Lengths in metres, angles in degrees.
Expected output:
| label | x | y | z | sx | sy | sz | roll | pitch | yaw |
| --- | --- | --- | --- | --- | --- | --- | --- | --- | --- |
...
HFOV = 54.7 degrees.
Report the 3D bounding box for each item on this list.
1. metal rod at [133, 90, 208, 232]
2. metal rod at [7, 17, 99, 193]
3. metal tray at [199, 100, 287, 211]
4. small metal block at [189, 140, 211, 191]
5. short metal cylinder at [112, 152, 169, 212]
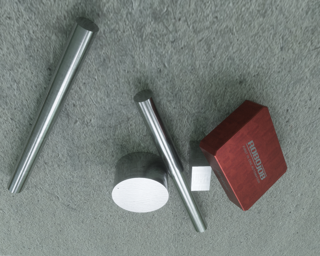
| label | x | y | z | sx | sy | sz | roll | pitch | yaw |
| --- | --- | --- | --- | --- | --- | --- | --- | --- | --- |
| metal rod | 0.027 | 0.069 | 0.466 | 0.025 | 0.025 | 0.299 | -14 | 129 | 12 |
| metal rod | -0.149 | -0.007 | 0.399 | 0.025 | 0.025 | 0.298 | 24 | 126 | -19 |
| metal tray | 0.115 | 0.039 | 0.408 | 0.090 | 0.030 | 0.130 | -41 | 127 | -12 |
| small metal block | 0.055 | 0.053 | 0.436 | 0.025 | 0.050 | 0.050 | -2 | 130 | 1 |
| short metal cylinder | -0.028 | 0.081 | 0.459 | 0.081 | 0.050 | 0.079 | 0 | 130 | 0 |
